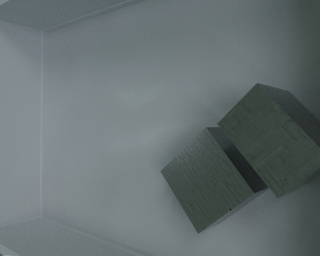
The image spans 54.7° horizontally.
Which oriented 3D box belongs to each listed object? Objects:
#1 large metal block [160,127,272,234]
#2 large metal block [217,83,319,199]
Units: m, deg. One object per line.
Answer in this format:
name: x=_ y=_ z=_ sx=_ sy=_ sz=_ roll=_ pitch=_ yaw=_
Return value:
large metal block: x=0.060 y=0.055 z=0.341 sx=0.080 sy=0.050 sz=0.080 roll=-47 pitch=62 yaw=29
large metal block: x=0.112 y=0.009 z=0.279 sx=0.050 sy=0.081 sz=0.080 roll=-50 pitch=61 yaw=29
